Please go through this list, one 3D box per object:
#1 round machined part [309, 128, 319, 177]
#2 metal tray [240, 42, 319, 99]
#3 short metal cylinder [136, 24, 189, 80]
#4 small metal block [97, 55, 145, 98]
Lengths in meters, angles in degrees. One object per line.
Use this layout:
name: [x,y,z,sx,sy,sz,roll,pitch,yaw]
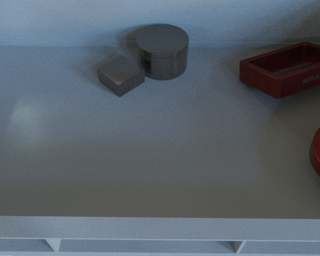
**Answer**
round machined part: [0.226,0.038,0.360,0.099,0.042,0.098,-4,50,5]
metal tray: [0.197,-0.090,0.460,0.131,0.030,0.090,-19,33,-16]
short metal cylinder: [0.004,-0.121,0.490,0.081,0.050,0.080,0,50,0]
small metal block: [-0.059,-0.080,0.472,0.050,0.025,0.050,-37,59,-27]
